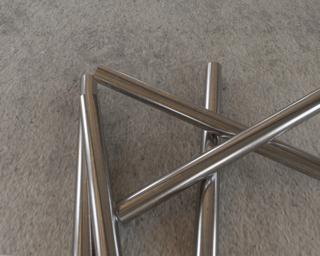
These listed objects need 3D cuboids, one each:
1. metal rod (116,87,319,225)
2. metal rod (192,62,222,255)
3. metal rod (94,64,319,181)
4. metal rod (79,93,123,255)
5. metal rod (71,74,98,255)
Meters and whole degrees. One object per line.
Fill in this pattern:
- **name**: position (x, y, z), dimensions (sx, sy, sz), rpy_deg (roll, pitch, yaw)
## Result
- **metal rod**: position (0.089, 0.019, 0.341), dimensions (0.301, 0.025, 0.025), rpy_deg (-29, 55, -5)
- **metal rod**: position (0.063, 0.020, 0.387), dimensions (0.025, 0.025, 0.300), rpy_deg (6, 50, 5)
- **metal rod**: position (0.059, -0.009, 0.375), dimensions (0.301, 0.025, 0.025), rpy_deg (24, 54, 7)
- **metal rod**: position (-0.056, 0.086, 0.308), dimensions (0.025, 0.025, 0.299), rpy_deg (-10, 57, -9)
- **metal rod**: position (-0.086, 0.043, 0.365), dimensions (0.025, 0.025, 0.300), rpy_deg (-6, 50, -5)
